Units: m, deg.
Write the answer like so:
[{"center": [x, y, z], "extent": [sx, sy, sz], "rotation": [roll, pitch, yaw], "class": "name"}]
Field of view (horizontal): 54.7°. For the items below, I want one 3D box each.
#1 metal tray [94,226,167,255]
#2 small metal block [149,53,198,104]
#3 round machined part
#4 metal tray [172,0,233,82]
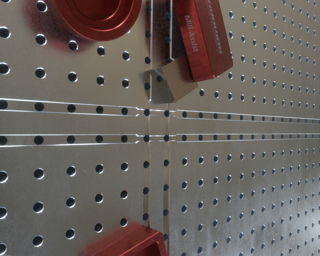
[{"center": [-0.028, 0.201, 0.382], "extent": [0.091, 0.030, 0.129], "rotation": [-19, 102, -38], "class": "metal tray"}, {"center": [0.020, -0.068, 0.426], "extent": [0.050, 0.025, 0.050], "rotation": [-37, 113, -34], "class": "small metal block"}, {"center": [-0.071, -0.143, 0.328], "extent": [0.099, 0.042, 0.097], "rotation": [-13, 113, -34], "class": "round machined part"}, {"center": [0.063, -0.140, 0.441], "extent": [0.091, 0.030, 0.129], "rotation": [-36, 114, -53], "class": "metal tray"}]
